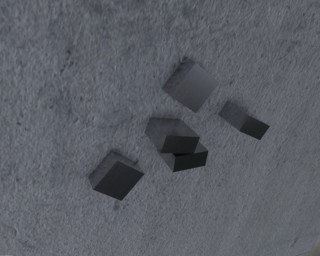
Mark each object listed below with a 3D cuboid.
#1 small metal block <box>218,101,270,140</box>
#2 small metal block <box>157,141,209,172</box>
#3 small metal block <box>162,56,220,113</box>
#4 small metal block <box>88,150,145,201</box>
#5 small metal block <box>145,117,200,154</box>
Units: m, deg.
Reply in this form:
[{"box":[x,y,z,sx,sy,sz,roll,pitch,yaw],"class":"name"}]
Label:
[{"box":[0.123,-0.011,0.453,0.050,0.050,0.025,20,108,-36],"class":"small metal block"},{"box":[0.030,0.032,0.429,0.050,0.050,0.025,-8,122,-25],"class":"small metal block"},{"box":[0.040,-0.054,0.397,0.050,0.025,0.050,30,102,-38],"class":"small metal block"},{"box":[-0.058,0.065,0.416,0.050,0.025,0.050,34,99,-39],"class":"small metal block"},{"box":[0.015,0.009,0.407,0.050,0.050,0.025,3,117,-30],"class":"small metal block"}]
